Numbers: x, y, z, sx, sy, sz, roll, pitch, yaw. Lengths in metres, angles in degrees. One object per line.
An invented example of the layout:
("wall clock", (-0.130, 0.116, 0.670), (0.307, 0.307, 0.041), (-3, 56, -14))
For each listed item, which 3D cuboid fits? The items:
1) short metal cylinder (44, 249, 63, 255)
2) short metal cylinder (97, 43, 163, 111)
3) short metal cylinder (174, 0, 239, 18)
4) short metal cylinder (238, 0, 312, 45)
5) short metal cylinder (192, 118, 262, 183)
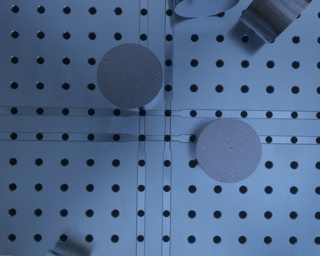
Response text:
("short metal cylinder", (-0.137, 0.200, 0.384), (0.050, 0.080, 0.080), (28, 90, 0))
("short metal cylinder", (-0.036, -0.063, 0.400), (0.081, 0.050, 0.079), (0, 90, -1))
("short metal cylinder", (0.055, -0.177, 0.387), (0.081, 0.080, 0.050), (-7, 90, 0))
("short metal cylinder", (0.146, -0.153, 0.388), (0.050, 0.080, 0.080), (42, 90, -1))
("short metal cylinder", (0.084, 0.027, 0.402), (0.081, 0.050, 0.079), (0, 90, -1))
